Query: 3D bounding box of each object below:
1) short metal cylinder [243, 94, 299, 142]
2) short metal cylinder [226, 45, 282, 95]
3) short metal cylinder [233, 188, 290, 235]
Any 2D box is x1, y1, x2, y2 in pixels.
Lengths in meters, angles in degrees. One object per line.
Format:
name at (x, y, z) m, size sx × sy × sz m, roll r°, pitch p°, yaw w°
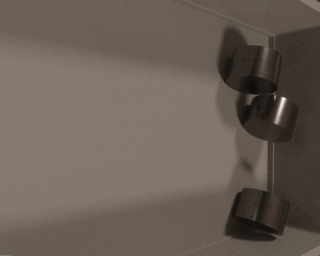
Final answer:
short metal cylinder at (0.191, -0.015, 0.534) m, size 0.080 × 0.080 × 0.050 m, roll 36°, pitch 68°, yaw -35°
short metal cylinder at (0.152, -0.092, 0.501) m, size 0.080 × 0.080 × 0.050 m, roll 22°, pitch 76°, yaw -38°
short metal cylinder at (0.170, 0.139, 0.517) m, size 0.080 × 0.080 × 0.050 m, roll 37°, pitch 67°, yaw -34°
